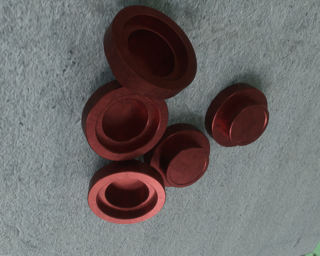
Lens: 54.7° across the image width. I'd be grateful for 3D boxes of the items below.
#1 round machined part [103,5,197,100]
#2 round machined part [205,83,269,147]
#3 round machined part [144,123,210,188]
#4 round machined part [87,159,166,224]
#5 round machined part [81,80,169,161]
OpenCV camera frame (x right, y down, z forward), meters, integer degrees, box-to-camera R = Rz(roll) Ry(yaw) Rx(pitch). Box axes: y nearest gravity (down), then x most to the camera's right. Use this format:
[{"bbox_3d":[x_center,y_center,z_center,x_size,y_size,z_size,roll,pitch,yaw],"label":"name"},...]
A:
[{"bbox_3d":[-0.013,-0.073,0.320,0.099,0.098,0.042,9,153,-32],"label":"round machined part"},{"bbox_3d":[0.119,-0.013,0.452,0.099,0.042,0.097,-14,124,-21],"label":"round machined part"},{"bbox_3d":[0.030,0.046,0.440,0.099,0.042,0.097,-14,124,-21],"label":"round machined part"},{"bbox_3d":[-0.043,0.079,0.408,0.099,0.042,0.097,-4,125,-5],"label":"round machined part"},{"bbox_3d":[-0.043,-0.013,0.364,0.099,0.042,0.097,-14,124,-21],"label":"round machined part"}]
